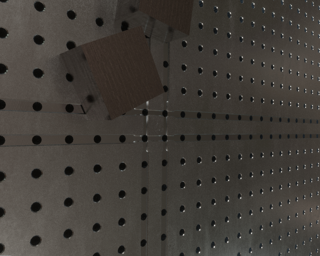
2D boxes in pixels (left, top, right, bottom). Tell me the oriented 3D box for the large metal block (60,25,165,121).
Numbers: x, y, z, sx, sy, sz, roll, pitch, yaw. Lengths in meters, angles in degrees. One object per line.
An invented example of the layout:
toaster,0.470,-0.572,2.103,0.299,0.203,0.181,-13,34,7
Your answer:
large metal block,-0.052,-0.061,0.351,0.081,0.050,0.080,-32,110,-36

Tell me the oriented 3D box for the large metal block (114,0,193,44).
large metal block,-0.004,-0.163,0.391,0.081,0.050,0.080,12,82,-40
